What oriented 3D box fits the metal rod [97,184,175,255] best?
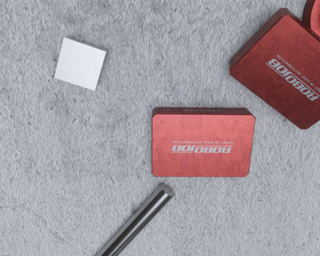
[{"bbox_3d":[-0.082,0.199,0.481,0.025,0.025,0.299,37,106,-13],"label":"metal rod"}]

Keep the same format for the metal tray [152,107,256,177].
[{"bbox_3d":[0.055,0.019,0.415,0.131,0.030,0.089,0,110,-1],"label":"metal tray"}]

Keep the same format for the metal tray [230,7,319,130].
[{"bbox_3d":[0.161,-0.066,0.370,0.130,0.030,0.090,34,126,-12],"label":"metal tray"}]

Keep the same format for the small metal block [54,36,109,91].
[{"bbox_3d":[-0.095,-0.079,0.379,0.050,0.025,0.050,18,109,-7],"label":"small metal block"}]

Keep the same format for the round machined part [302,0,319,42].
[{"bbox_3d":[0.222,-0.130,0.356,0.099,0.042,0.097,0,110,-1],"label":"round machined part"}]
